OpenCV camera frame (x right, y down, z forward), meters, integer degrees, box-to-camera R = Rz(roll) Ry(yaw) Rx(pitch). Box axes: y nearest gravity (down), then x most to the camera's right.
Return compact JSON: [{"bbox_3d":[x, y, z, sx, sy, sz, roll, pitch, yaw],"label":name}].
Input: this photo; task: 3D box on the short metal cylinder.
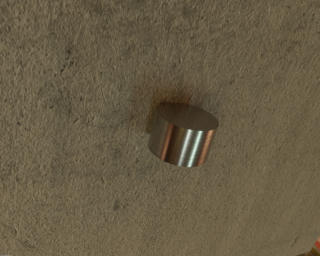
[{"bbox_3d":[0.029,0.006,0.394,0.081,0.080,0.050,-1,119,-28],"label":"short metal cylinder"}]
